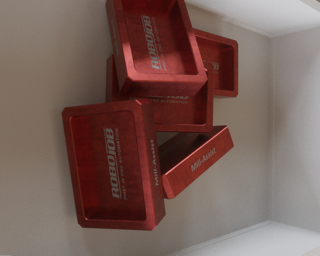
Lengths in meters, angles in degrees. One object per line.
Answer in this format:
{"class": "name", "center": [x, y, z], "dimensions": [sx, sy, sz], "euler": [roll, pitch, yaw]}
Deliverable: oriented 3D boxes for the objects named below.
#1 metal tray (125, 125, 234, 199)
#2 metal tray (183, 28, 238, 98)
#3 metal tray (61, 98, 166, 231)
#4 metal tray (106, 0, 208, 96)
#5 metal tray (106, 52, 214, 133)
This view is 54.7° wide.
{"class": "metal tray", "center": [0.023, 0.039, 0.401], "dimensions": [0.131, 0.090, 0.030], "euler": [-32, 108, -37]}
{"class": "metal tray", "center": [0.065, -0.093, 0.459], "dimensions": [0.131, 0.030, 0.089], "euler": [0, 90, -40]}
{"class": "metal tray", "center": [-0.048, 0.038, 0.323], "dimensions": [0.030, 0.090, 0.129], "euler": [-22, 107, -69]}
{"class": "metal tray", "center": [-0.006, -0.099, 0.349], "dimensions": [0.091, 0.030, 0.130], "euler": [-2, 66, -23]}
{"class": "metal tray", "center": [0.002, -0.040, 0.380], "dimensions": [0.131, 0.030, 0.089], "euler": [2, 89, -22]}
